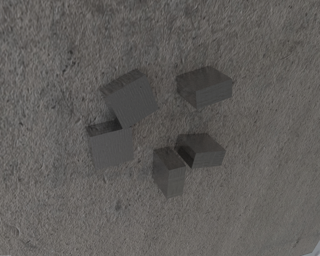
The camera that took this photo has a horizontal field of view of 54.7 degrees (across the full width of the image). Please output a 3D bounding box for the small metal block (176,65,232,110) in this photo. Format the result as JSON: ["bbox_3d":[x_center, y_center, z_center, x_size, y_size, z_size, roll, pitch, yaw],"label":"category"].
[{"bbox_3d":[0.055,-0.052,0.388,0.050,0.050,0.025,-20,126,-17],"label":"small metal block"}]

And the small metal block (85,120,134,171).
[{"bbox_3d":[-0.062,0.020,0.385,0.050,0.025,0.050,-15,125,-20],"label":"small metal block"}]

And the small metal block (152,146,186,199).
[{"bbox_3d":[0.011,0.062,0.435,0.025,0.050,0.050,-11,123,-23],"label":"small metal block"}]

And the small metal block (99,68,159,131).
[{"bbox_3d":[-0.035,-0.034,0.364,0.050,0.025,0.050,-32,129,-14],"label":"small metal block"}]

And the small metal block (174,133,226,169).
[{"bbox_3d":[0.056,0.031,0.441,0.050,0.050,0.025,-2,120,-28],"label":"small metal block"}]
